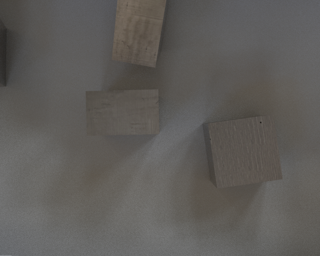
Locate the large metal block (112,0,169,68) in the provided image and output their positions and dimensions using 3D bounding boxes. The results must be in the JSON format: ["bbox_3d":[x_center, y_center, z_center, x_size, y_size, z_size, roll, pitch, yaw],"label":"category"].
[{"bbox_3d":[-0.020,-0.126,0.370,0.050,0.080,0.079,10,117,0],"label":"large metal block"}]

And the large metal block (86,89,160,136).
[{"bbox_3d":[-0.041,-0.017,0.383,0.081,0.080,0.050,-2,90,0],"label":"large metal block"}]

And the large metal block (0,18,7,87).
[{"bbox_3d":[-0.241,-0.096,0.387,0.081,0.050,0.080,1,90,-17],"label":"large metal block"}]

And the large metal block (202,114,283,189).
[{"bbox_3d":[0.103,0.028,0.400,0.080,0.050,0.080,-8,90,0],"label":"large metal block"}]
